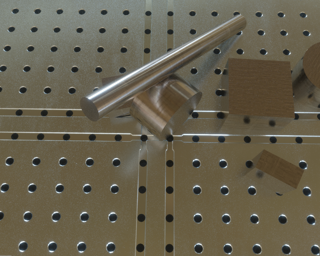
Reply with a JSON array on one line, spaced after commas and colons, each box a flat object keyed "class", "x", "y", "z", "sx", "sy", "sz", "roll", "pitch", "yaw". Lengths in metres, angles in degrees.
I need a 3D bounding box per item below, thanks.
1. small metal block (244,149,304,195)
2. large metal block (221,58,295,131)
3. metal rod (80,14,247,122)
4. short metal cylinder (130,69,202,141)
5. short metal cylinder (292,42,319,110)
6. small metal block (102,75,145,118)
[{"class": "small metal block", "x": 0.138, "y": 0.055, "z": 0.379, "sx": 0.050, "sy": 0.050, "sz": 0.025, "roll": 28, "pitch": 73, "yaw": 10}, {"class": "large metal block", "x": 0.127, "y": -0.044, "z": 0.415, "sx": 0.080, "sy": 0.050, "sz": 0.080, "roll": 4, "pitch": 70, "yaw": 1}, {"class": "metal rod", "x": 0.028, "y": -0.089, "z": 0.378, "sx": 0.025, "sy": 0.025, "sz": 0.302, "roll": 41, "pitch": 50, "yaw": 13}, {"class": "short metal cylinder", "x": 0.008, "y": -0.030, "z": 0.393, "sx": 0.050, "sy": 0.080, "sz": 0.080, "roll": 42, "pitch": 75, "yaw": 13}, {"class": "short metal cylinder", "x": 0.226, "y": -0.071, "z": 0.426, "sx": 0.081, "sy": 0.050, "sz": 0.080, "roll": 0, "pitch": 70, "yaw": 0}, {"class": "small metal block", "x": -0.050, "y": -0.045, "z": 0.428, "sx": 0.050, "sy": 0.025, "sz": 0.050, "roll": -11, "pitch": 70, "yaw": -4}]
